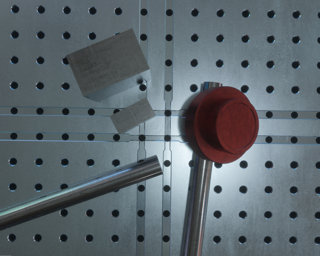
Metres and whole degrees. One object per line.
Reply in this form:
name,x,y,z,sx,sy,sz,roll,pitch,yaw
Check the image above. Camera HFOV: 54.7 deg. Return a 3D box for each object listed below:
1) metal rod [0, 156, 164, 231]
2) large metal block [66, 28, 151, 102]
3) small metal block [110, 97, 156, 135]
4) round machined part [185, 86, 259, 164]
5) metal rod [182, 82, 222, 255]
metal rod,-0.142,0.099,0.411,0.302,0.025,0.025,-19,90,-1
large metal block,-0.058,-0.074,0.385,0.080,0.080,0.050,-23,90,0
small metal block,-0.033,-0.015,0.400,0.050,0.050,0.025,-28,90,0
round machined part,0.084,-0.003,0.386,0.099,0.042,0.097,-2,94,-29
metal rod,0.053,0.088,0.414,0.025,0.025,0.298,7,90,-1
